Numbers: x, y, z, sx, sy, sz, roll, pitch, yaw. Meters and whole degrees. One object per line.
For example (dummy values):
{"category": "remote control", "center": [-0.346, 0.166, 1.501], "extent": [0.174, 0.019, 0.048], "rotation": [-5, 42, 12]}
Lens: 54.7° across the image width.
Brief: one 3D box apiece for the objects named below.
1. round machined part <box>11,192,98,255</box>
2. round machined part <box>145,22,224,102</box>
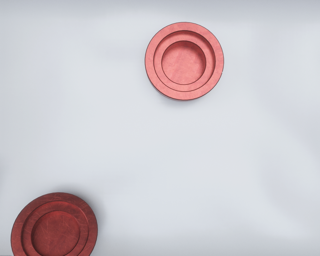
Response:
{"category": "round machined part", "center": [-0.129, 0.134, 0.387], "extent": [0.099, 0.042, 0.098], "rotation": [7, 61, -13]}
{"category": "round machined part", "center": [0.030, -0.083, 0.403], "extent": [0.099, 0.042, 0.097], "rotation": [0, 90, -1]}
